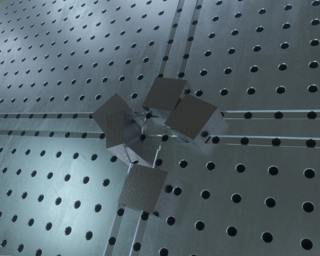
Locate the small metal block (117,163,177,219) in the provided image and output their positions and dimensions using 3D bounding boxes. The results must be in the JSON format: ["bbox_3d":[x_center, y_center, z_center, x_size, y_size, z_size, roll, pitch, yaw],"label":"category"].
[{"bbox_3d":[-0.015,0.074,0.369,0.050,0.025,0.050,9,66,31],"label":"small metal block"}]

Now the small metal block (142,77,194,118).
[{"bbox_3d":[0.011,-0.041,0.426,0.050,0.025,0.050,12,68,33],"label":"small metal block"}]

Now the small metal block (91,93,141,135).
[{"bbox_3d":[-0.064,-0.016,0.450,0.050,0.025,0.050,-42,51,-1],"label":"small metal block"}]

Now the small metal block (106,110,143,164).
[{"bbox_3d":[-0.046,0.013,0.407,0.025,0.050,0.050,-17,55,18],"label":"small metal block"}]

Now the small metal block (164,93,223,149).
[{"bbox_3d":[0.042,-0.009,0.391,0.050,0.025,0.050,30,78,37],"label":"small metal block"}]
